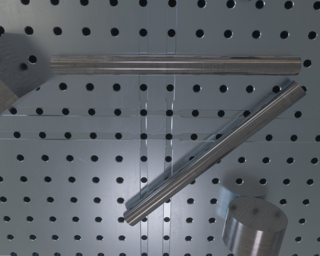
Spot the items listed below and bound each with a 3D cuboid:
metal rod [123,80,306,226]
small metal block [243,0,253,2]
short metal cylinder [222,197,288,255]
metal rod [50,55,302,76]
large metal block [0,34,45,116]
[{"bbox_3d":[0.066,0.042,0.429,0.300,0.025,0.025,-40,106,13],"label":"metal rod"},{"bbox_3d":[0.114,-0.177,0.349,0.050,0.025,0.050,-19,109,7],"label":"small metal block"},{"bbox_3d":[0.133,0.140,0.437,0.081,0.080,0.050,5,110,-2],"label":"short metal cylinder"},{"bbox_3d":[0.020,-0.078,0.384,0.302,0.025,0.025,0,110,-1],"label":"metal rod"},{"bbox_3d":[-0.194,-0.061,0.360,0.050,0.080,0.080,-36,106,12],"label":"large metal block"}]
